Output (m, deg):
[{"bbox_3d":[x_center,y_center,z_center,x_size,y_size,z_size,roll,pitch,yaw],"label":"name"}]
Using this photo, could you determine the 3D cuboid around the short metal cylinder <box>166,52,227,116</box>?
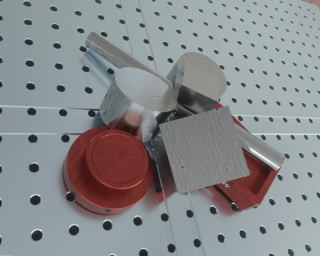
[{"bbox_3d":[0.050,-0.064,0.454,0.081,0.050,0.080,14,56,-21],"label":"short metal cylinder"}]

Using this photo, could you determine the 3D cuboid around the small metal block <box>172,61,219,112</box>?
[{"bbox_3d":[0.046,-0.051,0.392,0.050,0.025,0.050,23,45,-14],"label":"small metal block"}]

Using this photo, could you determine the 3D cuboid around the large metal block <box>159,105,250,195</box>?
[{"bbox_3d":[0.050,0.026,0.365,0.080,0.050,0.080,-15,83,1],"label":"large metal block"}]

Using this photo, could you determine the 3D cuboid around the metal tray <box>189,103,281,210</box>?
[{"bbox_3d":[0.098,0.037,0.431,0.130,0.030,0.090,45,51,3],"label":"metal tray"}]

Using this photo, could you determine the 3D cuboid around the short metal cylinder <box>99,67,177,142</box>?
[{"bbox_3d":[-0.027,-0.029,0.377,0.080,0.050,0.080,22,35,-16],"label":"short metal cylinder"}]

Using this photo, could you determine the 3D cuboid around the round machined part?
[{"bbox_3d":[-0.051,0.041,0.339,0.099,0.042,0.098,14,56,-21],"label":"round machined part"}]

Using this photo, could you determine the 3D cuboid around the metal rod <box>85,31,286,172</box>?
[{"bbox_3d":[0.029,-0.038,0.411,0.301,0.025,0.025,34,51,6],"label":"metal rod"}]
